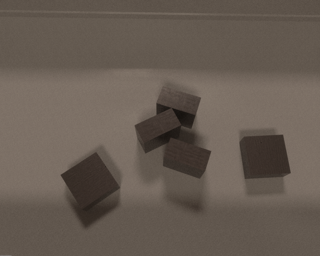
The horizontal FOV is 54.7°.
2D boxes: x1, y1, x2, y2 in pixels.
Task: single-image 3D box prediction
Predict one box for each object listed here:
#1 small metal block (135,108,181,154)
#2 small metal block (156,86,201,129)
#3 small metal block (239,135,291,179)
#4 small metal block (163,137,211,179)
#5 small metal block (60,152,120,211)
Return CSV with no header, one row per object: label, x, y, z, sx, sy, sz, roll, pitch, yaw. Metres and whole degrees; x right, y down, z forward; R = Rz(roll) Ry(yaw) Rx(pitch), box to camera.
small metal block,-0.002,0.005,0.395,0.050,0.050,0.025,-26,73,-9
small metal block,0.023,-0.026,0.406,0.050,0.050,0.025,18,71,6
small metal block,0.133,0.037,0.398,0.050,0.025,0.050,-3,70,-2
small metal block,0.032,0.038,0.383,0.050,0.050,0.025,18,71,6
small metal block,-0.085,0.067,0.384,0.050,0.025,0.050,-34,74,-12
